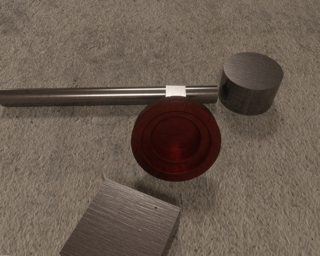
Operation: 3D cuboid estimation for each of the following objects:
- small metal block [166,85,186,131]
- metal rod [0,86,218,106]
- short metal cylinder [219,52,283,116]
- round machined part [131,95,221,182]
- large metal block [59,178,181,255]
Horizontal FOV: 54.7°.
[{"bbox_3d":[0.020,-0.020,0.404,0.025,0.050,0.050,1,50,1],"label":"small metal block"},{"bbox_3d":[-0.070,-0.046,0.440,0.302,0.025,0.025,-1,50,-2],"label":"metal rod"},{"bbox_3d":[0.127,-0.064,0.442,0.081,0.050,0.080,0,50,0],"label":"short metal cylinder"},{"bbox_3d":[0.018,0.009,0.356,0.099,0.097,0.042,1,22,0],"label":"round machined part"},{"bbox_3d":[-0.033,0.107,0.297,0.080,0.050,0.080,19,52,14],"label":"large metal block"}]
